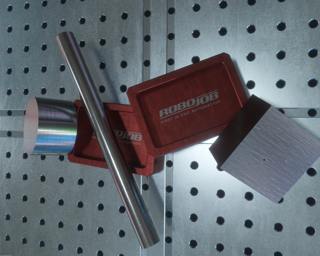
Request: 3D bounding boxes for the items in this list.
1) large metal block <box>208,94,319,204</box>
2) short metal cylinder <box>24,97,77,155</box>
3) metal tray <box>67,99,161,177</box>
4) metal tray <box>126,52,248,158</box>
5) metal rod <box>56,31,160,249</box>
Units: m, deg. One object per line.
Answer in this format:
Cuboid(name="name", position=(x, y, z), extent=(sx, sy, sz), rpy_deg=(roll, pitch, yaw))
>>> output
Cuboid(name="large metal block", position=(0.115, 0.022, 0.340), extent=(0.080, 0.050, 0.080), rpy_deg=(33, 103, -15))
Cuboid(name="short metal cylinder", position=(-0.155, -0.001, 0.435), extent=(0.080, 0.050, 0.080), rpy_deg=(-8, 80, 54))
Cuboid(name="metal tray", position=(-0.062, 0.011, 0.431), extent=(0.130, 0.030, 0.089), rpy_deg=(7, 92, 19))
Cuboid(name="metal tray", position=(0.036, -0.026, 0.377), extent=(0.131, 0.030, 0.090), rpy_deg=(-20, 83, 2))
Cuboid(name="metal rod", position=(-0.071, 0.009, 0.406), extent=(0.025, 0.025, 0.299), rpy_deg=(-27, 81, 18))
